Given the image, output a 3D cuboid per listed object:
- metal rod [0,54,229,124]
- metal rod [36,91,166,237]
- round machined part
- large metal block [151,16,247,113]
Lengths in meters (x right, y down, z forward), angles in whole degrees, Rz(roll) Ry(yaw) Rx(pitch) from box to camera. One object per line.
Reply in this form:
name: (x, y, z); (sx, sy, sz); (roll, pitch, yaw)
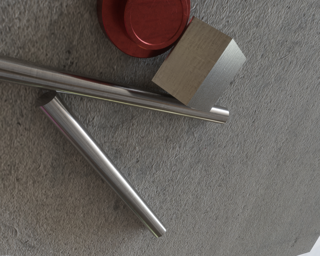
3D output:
metal rod: (-0.035, -0.038, 0.365); (0.302, 0.025, 0.025); (9, 114, -33)
metal rod: (-0.060, 0.069, 0.417); (0.025, 0.025, 0.299); (-35, 129, -6)
round machined part: (-0.011, -0.119, 0.318); (0.099, 0.042, 0.097); (-14, 125, -21)
large metal block: (0.048, -0.068, 0.355); (0.080, 0.050, 0.080); (-56, 158, 12)
